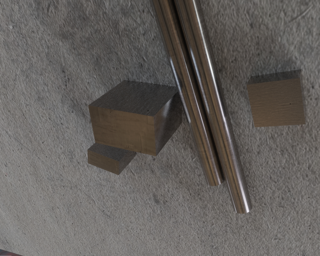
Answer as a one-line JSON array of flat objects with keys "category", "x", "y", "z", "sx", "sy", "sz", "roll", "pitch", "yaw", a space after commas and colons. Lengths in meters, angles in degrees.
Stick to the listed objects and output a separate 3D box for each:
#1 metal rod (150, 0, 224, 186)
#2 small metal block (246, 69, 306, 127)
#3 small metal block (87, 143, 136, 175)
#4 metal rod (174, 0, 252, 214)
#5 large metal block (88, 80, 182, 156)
[{"category": "metal rod", "x": 0.028, "y": -0.061, "z": 0.353, "sx": 0.025, "sy": 0.025, "sz": 0.298, "roll": -6, "pitch": 116, "yaw": 30}, {"category": "small metal block", "x": 0.123, "y": -0.030, "z": 0.323, "sx": 0.050, "sy": 0.025, "sz": 0.050, "roll": -4, "pitch": 117, "yaw": 30}, {"category": "small metal block", "x": -0.068, "y": 0.036, "z": 0.447, "sx": 0.050, "sy": 0.050, "sz": 0.025, "roll": 18, "pitch": 125, "yaw": 17}, {"category": "metal rod", "x": 0.064, "y": -0.024, "z": 0.356, "sx": 0.025, "sy": 0.025, "sz": 0.298, "roll": -6, "pitch": 116, "yaw": 30}, {"category": "large metal block", "x": -0.025, "y": -0.016, "z": 0.373, "sx": 0.080, "sy": 0.080, "sz": 0.050, "roll": 11, "pitch": 123, "yaw": 22}]
